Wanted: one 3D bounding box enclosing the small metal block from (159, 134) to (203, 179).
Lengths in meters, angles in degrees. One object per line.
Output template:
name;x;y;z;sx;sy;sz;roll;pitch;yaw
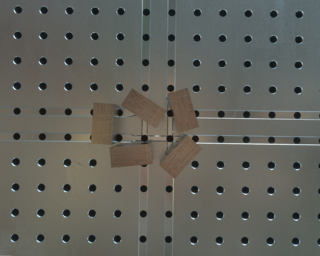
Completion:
small metal block;0.026;0.035;0.400;0.025;0.050;0.050;42;90;1

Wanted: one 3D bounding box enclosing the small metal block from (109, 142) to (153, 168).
small metal block;-0.035;0.034;0.400;0.050;0.050;0.025;-5;90;0

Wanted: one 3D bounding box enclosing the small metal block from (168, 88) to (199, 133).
small metal block;0.029;-0.021;0.400;0.025;0.050;0.050;-16;89;0

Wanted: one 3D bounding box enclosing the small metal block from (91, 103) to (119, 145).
small metal block;-0.069;-0.005;0.400;0.025;0.050;0.050;4;91;0

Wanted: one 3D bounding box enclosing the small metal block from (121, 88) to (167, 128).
small metal block;-0.020;-0.025;0.401;0.050;0.050;0.025;34;91;-1
